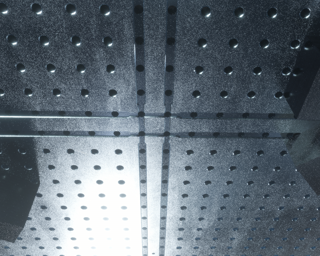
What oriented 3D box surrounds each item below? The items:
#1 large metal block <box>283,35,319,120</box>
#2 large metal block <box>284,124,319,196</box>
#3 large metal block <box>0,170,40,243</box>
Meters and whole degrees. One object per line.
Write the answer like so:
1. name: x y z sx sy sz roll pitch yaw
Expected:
1. large metal block: 0.200 -0.055 0.352 0.081 0.050 0.079 2 130 -3
2. large metal block: 0.236 0.040 0.433 0.080 0.050 0.080 -31 124 23
3. large metal block: -0.242 0.116 0.471 0.080 0.080 0.050 26 125 -21
